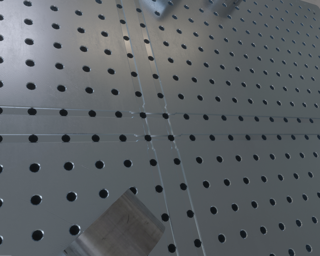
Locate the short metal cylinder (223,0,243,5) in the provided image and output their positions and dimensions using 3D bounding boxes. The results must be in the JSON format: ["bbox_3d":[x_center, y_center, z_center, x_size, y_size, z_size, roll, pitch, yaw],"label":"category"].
[{"bbox_3d":[0.158,-0.314,0.668,0.081,0.050,0.080,14,56,-21],"label":"short metal cylinder"}]

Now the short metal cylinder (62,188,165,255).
[{"bbox_3d":[-0.041,0.102,0.288,0.050,0.080,0.080,46,51,4],"label":"short metal cylinder"}]
